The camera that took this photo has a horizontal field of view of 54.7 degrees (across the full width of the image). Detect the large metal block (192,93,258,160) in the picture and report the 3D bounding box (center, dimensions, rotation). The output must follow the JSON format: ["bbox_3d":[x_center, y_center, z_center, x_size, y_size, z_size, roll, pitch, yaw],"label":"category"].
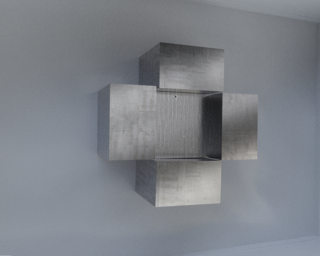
[{"bbox_3d":[0.083,-0.002,0.411,0.050,0.080,0.080,1,90,-20],"label":"large metal block"}]

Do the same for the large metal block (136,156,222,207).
[{"bbox_3d":[0.020,0.062,0.387,0.081,0.080,0.050,2,90,-20],"label":"large metal block"}]

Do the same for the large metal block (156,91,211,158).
[{"bbox_3d":[0.017,-0.004,0.401,0.081,0.050,0.080,1,90,-20],"label":"large metal block"}]

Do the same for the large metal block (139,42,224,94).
[{"bbox_3d":[0.024,-0.068,0.388,0.081,0.080,0.050,1,90,-20],"label":"large metal block"}]

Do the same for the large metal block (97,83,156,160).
[{"bbox_3d":[-0.042,-0.006,0.365,0.050,0.080,0.080,1,90,-20],"label":"large metal block"}]
